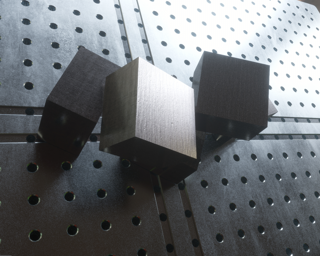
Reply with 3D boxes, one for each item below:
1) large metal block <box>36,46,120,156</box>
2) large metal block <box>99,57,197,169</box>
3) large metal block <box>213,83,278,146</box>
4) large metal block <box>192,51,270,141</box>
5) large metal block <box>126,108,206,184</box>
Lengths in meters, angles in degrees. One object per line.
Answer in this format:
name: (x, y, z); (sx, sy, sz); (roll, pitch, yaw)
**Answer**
large metal block: (-0.089, -0.028, 0.342); (0.050, 0.080, 0.080); (27, 52, -12)
large metal block: (-0.010, -0.011, 0.311); (0.080, 0.050, 0.080); (23, 57, -41)
large metal block: (0.107, -0.031, 0.452); (0.050, 0.080, 0.080); (-18, 71, -35)
large metal block: (0.081, -0.037, 0.371); (0.081, 0.050, 0.080); (12, 68, -4)
large metal block: (0.008, 0.012, 0.390); (0.080, 0.050, 0.080); (28, 52, -11)
